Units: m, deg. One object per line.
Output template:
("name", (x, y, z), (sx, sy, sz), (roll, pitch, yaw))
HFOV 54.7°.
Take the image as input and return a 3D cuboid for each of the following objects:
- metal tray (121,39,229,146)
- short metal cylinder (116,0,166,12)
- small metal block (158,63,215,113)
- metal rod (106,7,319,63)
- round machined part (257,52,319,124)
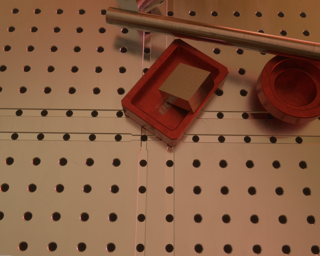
("metal tray", (0.021, -0.051, 0.427), (0.090, 0.030, 0.130), (35, 74, 12))
("short metal cylinder", (-0.035, -0.209, 0.459), (0.050, 0.080, 0.080), (-37, 74, -12))
("small metal block", (0.035, -0.054, 0.408), (0.050, 0.025, 0.050), (26, 70, 35))
("metal rod", (0.071, -0.128, 0.423), (0.301, 0.025, 0.025), (13, 71, 10))
("round machined part", (0.181, -0.051, 0.422), (0.099, 0.042, 0.098), (0, 70, 0))
